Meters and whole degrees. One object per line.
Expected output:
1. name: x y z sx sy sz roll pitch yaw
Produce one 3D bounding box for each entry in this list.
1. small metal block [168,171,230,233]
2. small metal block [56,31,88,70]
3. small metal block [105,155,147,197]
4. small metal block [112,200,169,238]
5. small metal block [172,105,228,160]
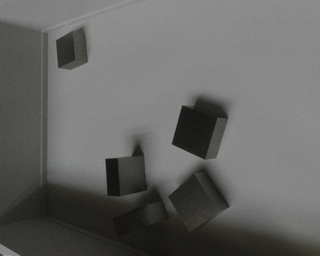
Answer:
1. small metal block: 0.045 0.088 0.370 0.050 0.025 0.050 -47 62 30
2. small metal block: -0.152 -0.132 0.533 0.050 0.025 0.050 -10 84 39
3. small metal block: -0.047 0.065 0.429 0.025 0.050 0.050 -7 86 40
4. small metal block: -0.026 0.121 0.412 0.050 0.050 0.025 -33 70 35
5. small metal block: 0.047 0.004 0.368 0.050 0.025 0.050 24 105 37
